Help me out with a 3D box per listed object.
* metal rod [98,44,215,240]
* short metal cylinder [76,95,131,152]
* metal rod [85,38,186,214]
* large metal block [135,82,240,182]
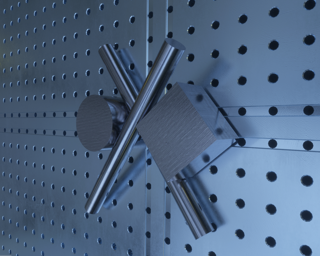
[{"bbox_3d":[-0.015,0.003,0.416,0.025,0.025,0.299,-43,64,31],"label":"metal rod"},{"bbox_3d":[-0.077,-0.007,0.452,0.080,0.050,0.079,0,90,40],"label":"short metal cylinder"},{"bbox_3d":[-0.046,0.018,0.415,0.025,0.025,0.298,50,128,28],"label":"metal rod"},{"bbox_3d":[0.029,0.005,0.363,0.080,0.050,0.080,-46,63,30],"label":"large metal block"}]
